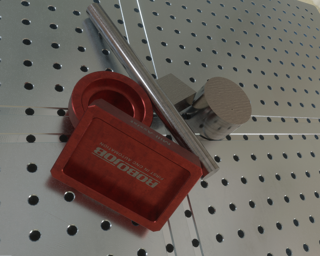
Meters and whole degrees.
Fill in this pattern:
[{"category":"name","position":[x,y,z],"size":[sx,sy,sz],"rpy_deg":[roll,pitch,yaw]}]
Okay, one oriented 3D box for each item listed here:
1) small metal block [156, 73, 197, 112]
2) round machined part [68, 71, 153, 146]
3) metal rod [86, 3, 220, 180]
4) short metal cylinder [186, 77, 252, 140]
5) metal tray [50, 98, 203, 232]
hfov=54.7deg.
[{"category":"small metal block","position":[0.014,-0.047,0.437],"size":[0.050,0.025,0.050],"rpy_deg":[40,48,22]},{"category":"round machined part","position":[-0.061,-0.018,0.376],"size":[0.099,0.042,0.098],"rpy_deg":[14,56,-21]},{"category":"metal rod","position":[-0.020,-0.062,0.410],"size":[0.025,0.025,0.299],"rpy_deg":[-18,63,-35]},{"category":"short metal cylinder","position":[0.087,-0.029,0.458],"size":[0.081,0.050,0.080],"rpy_deg":[14,56,-21]},{"category":"metal tray","position":[-0.034,0.041,0.324],"size":[0.130,0.090,0.030],"rpy_deg":[31,16,-9]}]
